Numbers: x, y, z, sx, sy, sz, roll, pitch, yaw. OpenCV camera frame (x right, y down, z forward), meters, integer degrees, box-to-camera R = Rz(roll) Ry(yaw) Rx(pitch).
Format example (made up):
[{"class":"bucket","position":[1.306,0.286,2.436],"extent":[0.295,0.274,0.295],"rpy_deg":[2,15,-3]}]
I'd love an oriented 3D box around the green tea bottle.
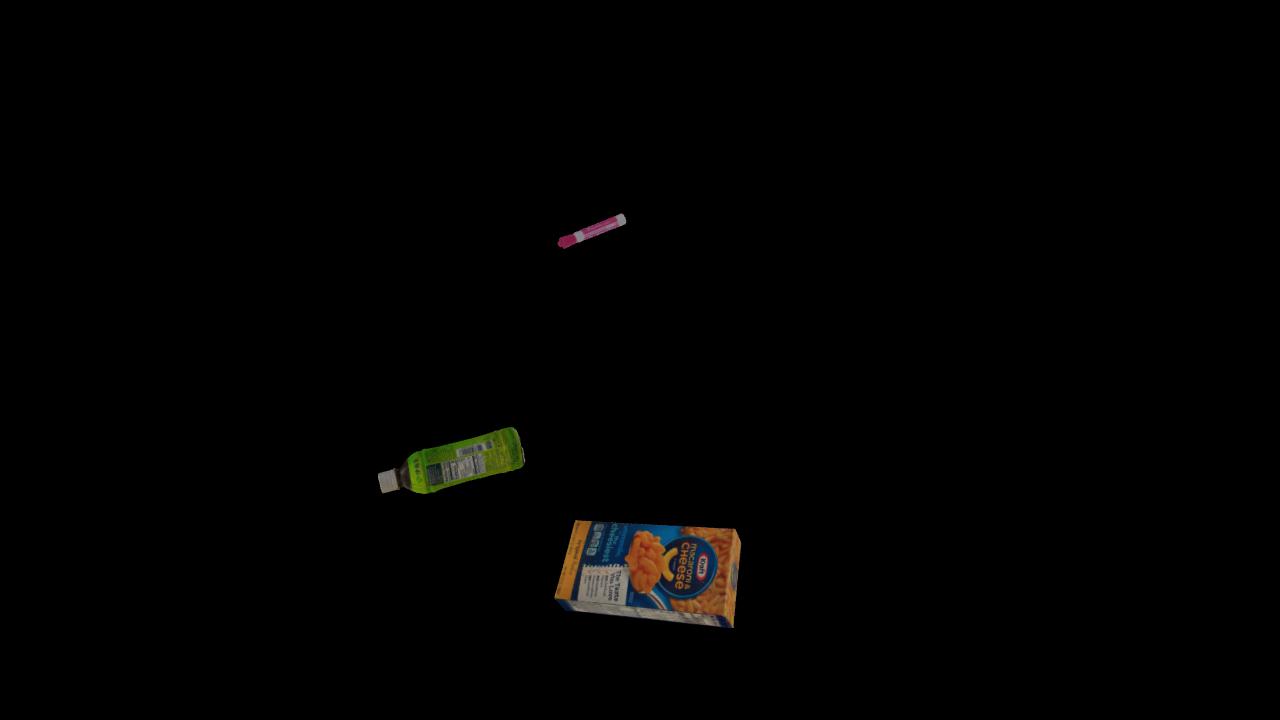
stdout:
[{"class":"green tea bottle","position":[-0.288,0.160,0.946],"extent":[0.212,0.073,0.073],"rpy_deg":[-11,4,-23]}]

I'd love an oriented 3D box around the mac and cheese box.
[{"class":"mac and cheese box","position":[0.009,0.221,0.647],"extent":[0.184,0.093,0.041],"rpy_deg":[-3,-44,20]}]

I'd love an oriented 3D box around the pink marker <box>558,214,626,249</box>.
[{"class":"pink marker","position":[-0.077,-0.206,0.985],"extent":[0.121,0.020,0.020],"rpy_deg":[-27,11,-21]}]
